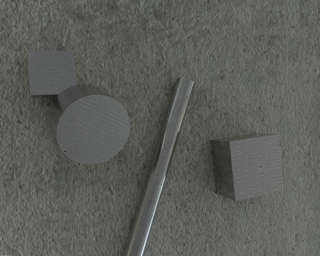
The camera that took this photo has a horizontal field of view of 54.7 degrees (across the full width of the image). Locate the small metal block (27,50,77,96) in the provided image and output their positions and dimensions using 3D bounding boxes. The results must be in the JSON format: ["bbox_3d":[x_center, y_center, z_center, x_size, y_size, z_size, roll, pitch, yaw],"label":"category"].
[{"bbox_3d":[-0.126,-0.063,0.363,0.050,0.025,0.050,-4,92,-20],"label":"small metal block"}]

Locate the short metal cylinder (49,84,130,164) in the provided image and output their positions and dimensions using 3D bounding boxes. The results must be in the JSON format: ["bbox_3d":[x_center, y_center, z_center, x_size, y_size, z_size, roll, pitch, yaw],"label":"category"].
[{"bbox_3d":[-0.081,-0.005,0.353,0.081,0.050,0.079,-11,115,-25],"label":"short metal cylinder"}]

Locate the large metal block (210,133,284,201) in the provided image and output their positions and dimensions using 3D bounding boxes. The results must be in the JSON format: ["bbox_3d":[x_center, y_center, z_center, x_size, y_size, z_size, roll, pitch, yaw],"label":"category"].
[{"bbox_3d":[0.124,0.052,0.443,0.081,0.050,0.079,-7,93,-20],"label":"large metal block"}]

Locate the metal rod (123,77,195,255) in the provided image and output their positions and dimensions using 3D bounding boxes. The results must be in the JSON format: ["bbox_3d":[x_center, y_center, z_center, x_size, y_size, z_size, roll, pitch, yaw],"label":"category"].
[{"bbox_3d":[-0.008,0.078,0.407,0.025,0.025,0.299,19,84,-20],"label":"metal rod"}]
